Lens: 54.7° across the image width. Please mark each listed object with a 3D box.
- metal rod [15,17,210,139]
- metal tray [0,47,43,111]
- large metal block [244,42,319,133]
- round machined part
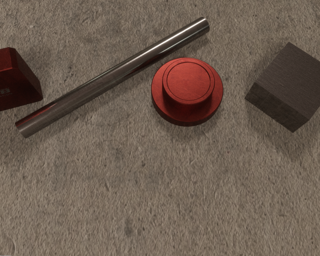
[{"bbox_3d":[-0.057,-0.076,0.435,0.301,0.025,0.025,-33,74,-12],"label":"metal rod"},{"bbox_3d":[-0.228,-0.049,0.388,0.131,0.090,0.030,-16,71,-6],"label":"metal tray"},{"bbox_3d":[0.176,-0.054,0.417,0.080,0.050,0.080,39,74,12],"label":"large metal block"},{"bbox_3d":[0.037,-0.054,0.419,0.099,0.042,0.098,0,70,-1],"label":"round machined part"}]
